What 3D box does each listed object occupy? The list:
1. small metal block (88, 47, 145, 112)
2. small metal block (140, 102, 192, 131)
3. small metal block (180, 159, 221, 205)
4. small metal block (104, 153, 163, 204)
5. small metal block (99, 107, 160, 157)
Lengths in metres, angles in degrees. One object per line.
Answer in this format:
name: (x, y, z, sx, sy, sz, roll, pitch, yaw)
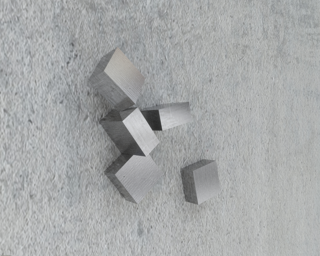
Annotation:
small metal block: (-0.047, -0.055, 0.351, 0.050, 0.025, 0.050, 47, 37, -28)
small metal block: (0.003, -0.015, 0.391, 0.050, 0.050, 0.025, -18, 102, -39)
small metal block: (0.060, 0.078, 0.455, 0.050, 0.025, 0.050, -17, 101, -39)
small metal block: (-0.031, 0.055, 0.378, 0.050, 0.025, 0.050, -47, 118, -30)
small metal block: (-0.036, 0.004, 0.358, 0.025, 0.050, 0.050, -46, 118, -30)
